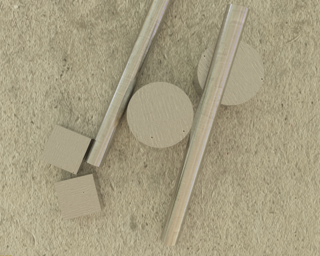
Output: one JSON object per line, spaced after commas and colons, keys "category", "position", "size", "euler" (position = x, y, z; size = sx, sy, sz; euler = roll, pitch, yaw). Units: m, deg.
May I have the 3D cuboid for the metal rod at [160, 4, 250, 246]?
{"category": "metal rod", "position": [0.048, 0.009, 0.372], "size": [0.025, 0.025, 0.298], "euler": [15, 105, 0]}

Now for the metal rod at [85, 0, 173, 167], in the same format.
{"category": "metal rod", "position": [-0.030, -0.091, 0.409], "size": [0.025, 0.025, 0.299], "euler": [23, 90, 0]}

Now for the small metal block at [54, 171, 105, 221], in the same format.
{"category": "small metal block", "position": [-0.105, 0.089, 0.409], "size": [0.050, 0.025, 0.050], "euler": [-14, 90, 0]}

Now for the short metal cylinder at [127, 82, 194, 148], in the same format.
{"category": "short metal cylinder", "position": [0.000, -0.016, 0.397], "size": [0.081, 0.050, 0.079], "euler": [0, 90, 0]}

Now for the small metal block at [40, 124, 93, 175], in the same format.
{"category": "small metal block", "position": [-0.121, 0.027, 0.409], "size": [0.050, 0.025, 0.050], "euler": [23, 90, 0]}

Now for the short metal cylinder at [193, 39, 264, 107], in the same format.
{"category": "short metal cylinder", "position": [0.085, -0.067, 0.398], "size": [0.081, 0.050, 0.079], "euler": [0, 90, 0]}
